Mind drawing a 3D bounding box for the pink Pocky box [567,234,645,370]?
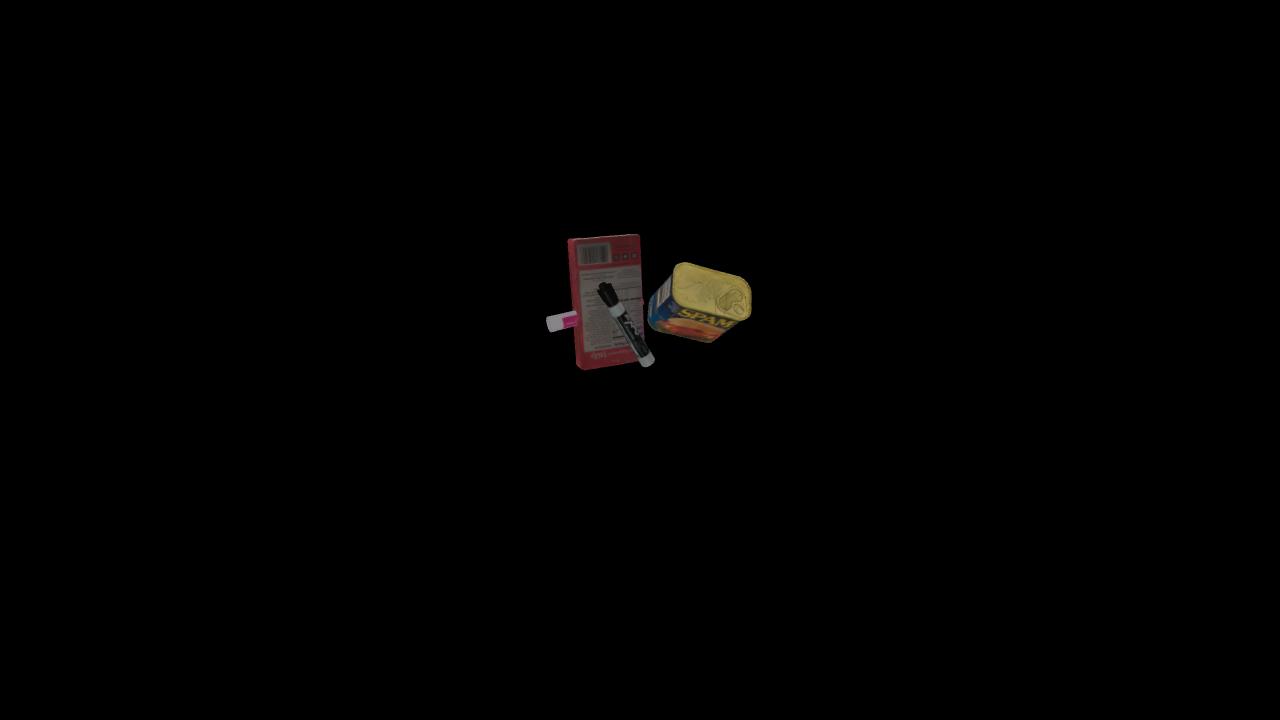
[{"bbox_3d":[-0.039,-0.069,0.732,0.084,0.155,0.029,-10,17,-23],"label":"pink Pocky box"}]

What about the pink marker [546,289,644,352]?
[{"bbox_3d":[-0.051,-0.056,0.730,0.121,0.020,0.020,-16,5,-20],"label":"pink marker"}]

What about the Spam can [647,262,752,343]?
[{"bbox_3d":[0.068,-0.065,0.735,0.101,0.058,0.085,13,-23,-18],"label":"Spam can"}]

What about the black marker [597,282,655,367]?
[{"bbox_3d":[-0.016,-0.042,0.731,0.020,0.121,0.020,-23,30,14],"label":"black marker"}]
